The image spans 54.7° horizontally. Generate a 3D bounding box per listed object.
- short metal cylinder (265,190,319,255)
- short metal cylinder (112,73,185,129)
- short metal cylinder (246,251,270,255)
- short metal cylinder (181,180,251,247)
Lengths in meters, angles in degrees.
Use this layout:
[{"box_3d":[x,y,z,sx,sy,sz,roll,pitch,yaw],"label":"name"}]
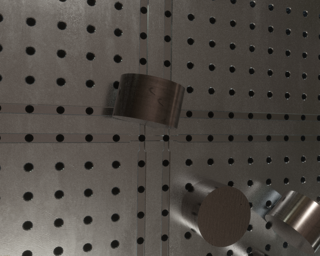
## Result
[{"box_3d":[0.207,0.140,0.462,0.050,0.080,0.080,-44,104,-15],"label":"short metal cylinder"},{"box_3d":[-0.014,-0.031,0.379,0.081,0.080,0.050,13,86,-20],"label":"short metal cylinder"},{"box_3d":[0.157,0.233,0.460,0.081,0.050,0.079,0,90,-21],"label":"short metal cylinder"},{"box_3d":[0.077,0.116,0.429,0.081,0.050,0.079,0,90,-21],"label":"short metal cylinder"}]
